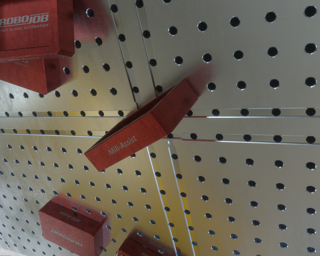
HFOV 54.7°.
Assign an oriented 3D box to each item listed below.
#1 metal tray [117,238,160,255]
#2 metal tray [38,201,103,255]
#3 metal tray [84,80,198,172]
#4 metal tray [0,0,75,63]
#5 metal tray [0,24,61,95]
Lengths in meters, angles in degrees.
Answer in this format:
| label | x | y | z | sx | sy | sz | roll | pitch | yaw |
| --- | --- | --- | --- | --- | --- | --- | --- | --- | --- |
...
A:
| label | x | y | z | sx | sy | sz | roll | pitch | yaw |
| --- | --- | --- | --- | --- | --- | --- | --- | --- | --- |
| metal tray | -0.021 | 0.273 | 0.586 | 0.130 | 0.030 | 0.089 | 25 | 127 | 12 |
| metal tray | -0.181 | 0.211 | 0.631 | 0.130 | 0.030 | 0.089 | 17 | 125 | 17 |
| metal tray | -0.024 | -0.002 | 0.379 | 0.130 | 0.090 | 0.030 | -30 | 102 | 37 |
| metal tray | -0.171 | -0.130 | 0.382 | 0.130 | 0.030 | 0.089 | 0 | 95 | 19 |
| metal tray | -0.210 | -0.109 | 0.448 | 0.130 | 0.030 | 0.089 | 19 | 126 | 16 |
